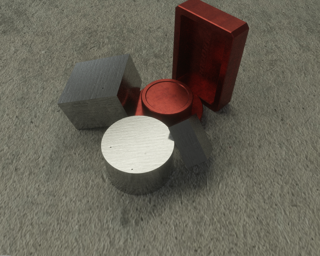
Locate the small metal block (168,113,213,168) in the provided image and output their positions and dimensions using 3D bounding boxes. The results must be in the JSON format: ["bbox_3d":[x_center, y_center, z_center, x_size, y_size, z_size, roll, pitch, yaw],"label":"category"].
[{"bbox_3d":[0.038,0.013,0.364,0.025,0.050,0.050,-25,92,19],"label":"small metal block"}]

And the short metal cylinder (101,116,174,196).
[{"bbox_3d":[-0.025,0.032,0.362,0.081,0.050,0.080,0,50,0],"label":"short metal cylinder"}]

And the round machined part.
[{"bbox_3d":[0.009,-0.029,0.420,0.099,0.042,0.098,0,50,0],"label":"round machined part"}]

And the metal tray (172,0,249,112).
[{"bbox_3d":[0.060,-0.094,0.414,0.030,0.129,0.090,-37,60,-27],"label":"metal tray"}]

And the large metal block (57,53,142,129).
[{"bbox_3d":[-0.076,-0.048,0.412,0.080,0.050,0.080,-6,48,17],"label":"large metal block"}]
